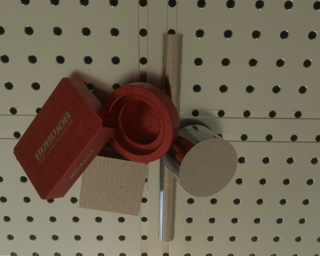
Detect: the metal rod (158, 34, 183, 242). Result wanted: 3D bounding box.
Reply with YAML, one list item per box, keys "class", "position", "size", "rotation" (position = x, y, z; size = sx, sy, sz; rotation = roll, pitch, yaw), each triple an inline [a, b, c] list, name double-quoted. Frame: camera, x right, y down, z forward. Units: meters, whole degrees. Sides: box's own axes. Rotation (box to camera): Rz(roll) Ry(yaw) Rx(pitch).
- class: "metal rod"
  position: [0.013, 0.027, 0.424]
  size: [0.025, 0.025, 0.298]
  rotation: [1, 110, -1]

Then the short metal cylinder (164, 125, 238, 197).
- class: "short metal cylinder"
  position: [0.052, 0.042, 0.402]
  size: [0.081, 0.050, 0.079]
  rotation: [-7, 112, -19]

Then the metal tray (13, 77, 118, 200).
- class: "metal tray"
  position: [-0.122, 0.014, 0.388]
  size: [0.130, 0.030, 0.090]
  rotation: [-50, 65, 15]

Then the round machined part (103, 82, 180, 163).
- class: "round machined part"
  position: [-0.021, -0.009, 0.387]
  size: [0.098, 0.042, 0.097]
  rotation: [9, 111, 24]

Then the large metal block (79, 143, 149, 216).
- class: "large metal block"
  position: [-0.061, 0.067, 0.424]
  size: [0.081, 0.050, 0.079]
  rotation: [10, 110, -4]
